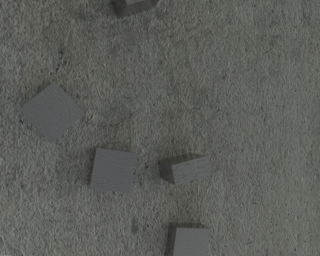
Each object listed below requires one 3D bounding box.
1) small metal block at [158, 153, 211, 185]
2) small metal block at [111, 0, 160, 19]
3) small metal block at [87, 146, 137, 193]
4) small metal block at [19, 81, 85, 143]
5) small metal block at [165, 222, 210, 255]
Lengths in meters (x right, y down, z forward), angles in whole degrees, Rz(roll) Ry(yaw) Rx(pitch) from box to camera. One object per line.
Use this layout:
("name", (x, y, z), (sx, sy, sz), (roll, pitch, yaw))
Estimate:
("small metal block", (0.031, 0.052, 0.407), (0.050, 0.050, 0.025), (-12, 95, -20))
("small metal block", (-0.029, -0.162, 0.385), (0.050, 0.050, 0.025), (-24, 98, -18))
("small metal block", (-0.060, 0.052, 0.387), (0.050, 0.025, 0.050), (10, 87, -20))
("small metal block", (-0.125, -0.018, 0.363), (0.050, 0.025, 0.050), (-44, 104, -15))
("small metal block", (0.038, 0.158, 0.423), (0.050, 0.025, 0.050), (9, 87, -20))
